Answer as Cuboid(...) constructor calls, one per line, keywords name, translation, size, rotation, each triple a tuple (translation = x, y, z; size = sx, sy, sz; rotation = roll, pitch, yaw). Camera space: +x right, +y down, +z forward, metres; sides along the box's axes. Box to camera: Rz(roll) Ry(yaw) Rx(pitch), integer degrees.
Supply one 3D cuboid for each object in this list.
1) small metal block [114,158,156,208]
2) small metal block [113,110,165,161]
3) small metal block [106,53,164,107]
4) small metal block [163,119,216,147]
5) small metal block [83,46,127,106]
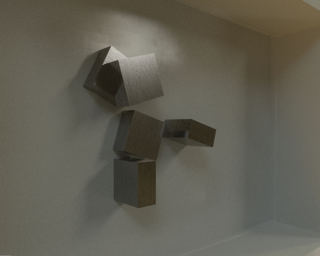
Cuboid(name="small metal block", translation=(-0.030, 0.062, 0.365), size=(0.025, 0.050, 0.050), rotation=(-1, 91, -40))
Cuboid(name="small metal block", translation=(-0.025, 0.010, 0.385), size=(0.050, 0.025, 0.050), rotation=(22, 77, -38))
Cuboid(name="small metal block", translation=(-0.027, -0.054, 0.351), size=(0.050, 0.025, 0.050), rotation=(-22, 104, -38))
Cuboid(name="small metal block", translation=(0.039, 0.007, 0.423), size=(0.050, 0.050, 0.025), rotation=(20, 77, -38))
Cuboid(name="small metal block", translation=(-0.053, -0.059, 0.362), size=(0.050, 0.025, 0.050), rotation=(32, 70, -35))
